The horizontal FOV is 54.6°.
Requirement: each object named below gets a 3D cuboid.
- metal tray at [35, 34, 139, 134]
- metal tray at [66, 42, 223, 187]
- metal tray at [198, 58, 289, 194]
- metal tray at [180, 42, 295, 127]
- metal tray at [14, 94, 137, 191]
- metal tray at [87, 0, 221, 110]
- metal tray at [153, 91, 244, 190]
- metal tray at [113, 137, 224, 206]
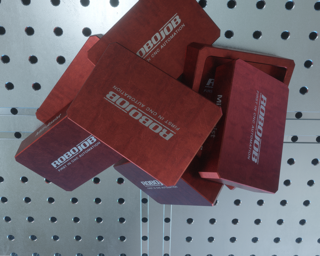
[{"bbox_3d":[-0.083,-0.041,0.394,0.090,0.030,0.130,37,106,-13],"label":"metal tray"},{"bbox_3d":[-0.016,-0.014,0.311,0.130,0.030,0.090,34,93,9],"label":"metal tray"},{"bbox_3d":[0.096,0.000,0.344,0.091,0.030,0.130,19,74,-29],"label":"metal tray"},{"bbox_3d":[0.090,-0.047,0.370,0.131,0.030,0.089,2,111,-22],"label":"metal tray"},{"bbox_3d":[-0.105,0.023,0.394,0.130,0.030,0.090,-33,123,23],"label":"metal tray"},{"bbox_3d":[-0.007,-0.096,0.355,0.130,0.030,0.090,-45,107,0],"label":"metal tray"},{"bbox_3d":[0.050,0.007,0.382,0.130,0.090,0.030,43,105,-13],"label":"metal tray"},{"bbox_3d":[0.005,0.058,0.385,0.090,0.130,0.030,41,63,-15],"label":"metal tray"}]
